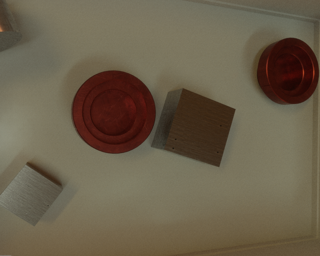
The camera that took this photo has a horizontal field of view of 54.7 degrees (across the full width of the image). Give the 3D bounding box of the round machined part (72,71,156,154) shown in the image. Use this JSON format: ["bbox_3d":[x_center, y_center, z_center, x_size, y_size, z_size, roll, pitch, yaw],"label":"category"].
[{"bbox_3d":[-0.059,-0.019,0.381,0.099,0.042,0.097,0,90,-21],"label":"round machined part"}]

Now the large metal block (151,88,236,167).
[{"bbox_3d":[0.044,0.001,0.415,0.081,0.050,0.080,19,84,-20],"label":"large metal block"}]

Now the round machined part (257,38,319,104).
[{"bbox_3d":[0.189,-0.084,0.473,0.099,0.042,0.097,0,90,-21],"label":"round machined part"}]

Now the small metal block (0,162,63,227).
[{"bbox_3d":[-0.149,0.075,0.356,0.050,0.025,0.050,40,77,-16],"label":"small metal block"}]

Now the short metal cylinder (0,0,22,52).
[{"bbox_3d":[-0.190,-0.105,0.311,0.081,0.080,0.050,-25,99,-19],"label":"short metal cylinder"}]
